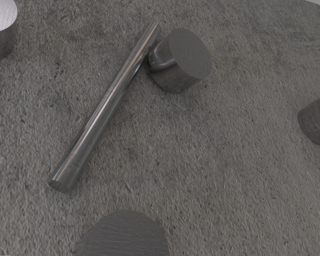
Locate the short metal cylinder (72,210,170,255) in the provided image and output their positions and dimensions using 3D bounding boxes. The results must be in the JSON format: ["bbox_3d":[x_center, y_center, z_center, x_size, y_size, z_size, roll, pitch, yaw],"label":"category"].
[{"bbox_3d":[-0.038,0.124,0.292,0.081,0.050,0.080,14,56,-21],"label":"short metal cylinder"}]

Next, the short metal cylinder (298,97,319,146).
[{"bbox_3d":[0.298,-0.014,0.556,0.081,0.050,0.080,14,56,-21],"label":"short metal cylinder"}]

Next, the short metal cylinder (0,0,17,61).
[{"bbox_3d":[-0.207,-0.120,0.350,0.081,0.050,0.080,14,56,-21],"label":"short metal cylinder"}]

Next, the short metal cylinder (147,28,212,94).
[{"bbox_3d":[0.029,-0.097,0.451,0.081,0.050,0.080,18,60,-33],"label":"short metal cylinder"}]

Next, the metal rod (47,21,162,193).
[{"bbox_3d":[-0.056,-0.050,0.404,0.025,0.025,0.300,30,52,-9],"label":"metal rod"}]
